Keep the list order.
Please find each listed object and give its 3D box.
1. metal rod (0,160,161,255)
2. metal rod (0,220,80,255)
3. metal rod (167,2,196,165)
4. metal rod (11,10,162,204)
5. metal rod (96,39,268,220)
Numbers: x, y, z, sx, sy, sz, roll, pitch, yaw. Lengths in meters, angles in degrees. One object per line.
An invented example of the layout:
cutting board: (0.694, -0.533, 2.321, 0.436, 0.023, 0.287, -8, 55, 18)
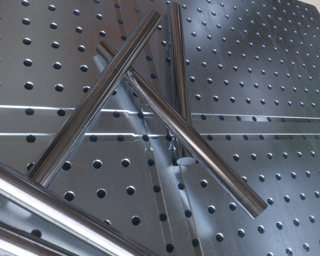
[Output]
metal rod: (-0.052, 0.106, 0.295, 0.301, 0.025, 0.025, 36, 51, -13)
metal rod: (-0.092, 0.124, 0.283, 0.301, 0.025, 0.025, 29, 52, -10)
metal rod: (0.029, -0.086, 0.477, 0.025, 0.025, 0.299, 12, 57, -22)
metal rod: (-0.070, -0.044, 0.370, 0.025, 0.025, 0.300, 33, 60, -8)
metal rod: (0.018, -0.009, 0.398, 0.025, 0.025, 0.300, -30, 70, -38)
